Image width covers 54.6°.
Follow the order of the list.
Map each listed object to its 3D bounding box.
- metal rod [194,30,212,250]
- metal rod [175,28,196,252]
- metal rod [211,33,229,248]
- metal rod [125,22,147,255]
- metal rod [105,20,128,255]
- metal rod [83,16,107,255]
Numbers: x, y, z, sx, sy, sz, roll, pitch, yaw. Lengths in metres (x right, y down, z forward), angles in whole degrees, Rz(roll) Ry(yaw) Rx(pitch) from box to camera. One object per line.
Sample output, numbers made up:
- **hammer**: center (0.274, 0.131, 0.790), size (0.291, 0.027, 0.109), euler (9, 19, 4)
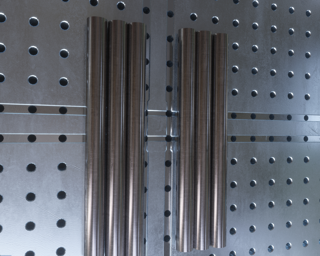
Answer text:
- **metal rod**: center (0.059, 0.017, 0.433), size (0.025, 0.025, 0.298), euler (1, 90, -20)
- **metal rod**: center (0.035, 0.016, 0.425), size (0.025, 0.025, 0.298), euler (1, 90, -20)
- **metal rod**: center (0.084, 0.017, 0.443), size (0.025, 0.025, 0.298), euler (1, 90, -20)
- **metal rod**: center (-0.032, 0.017, 0.400), size (0.025, 0.025, 0.298), euler (1, 90, -20)
- **metal rod**: center (-0.055, 0.017, 0.391), size (0.025, 0.025, 0.298), euler (1, 90, -20)
- **metal rod**: center (-0.080, 0.016, 0.382), size (0.025, 0.025, 0.298), euler (1, 90, -20)
